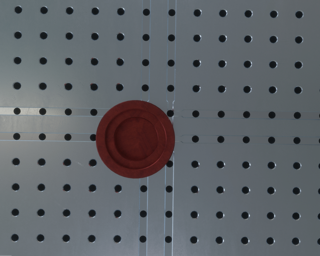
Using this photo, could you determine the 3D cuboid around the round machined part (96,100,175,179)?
[{"bbox_3d":[-0.030,0.014,0.405,0.099,0.042,0.097,0,90,0],"label":"round machined part"}]
